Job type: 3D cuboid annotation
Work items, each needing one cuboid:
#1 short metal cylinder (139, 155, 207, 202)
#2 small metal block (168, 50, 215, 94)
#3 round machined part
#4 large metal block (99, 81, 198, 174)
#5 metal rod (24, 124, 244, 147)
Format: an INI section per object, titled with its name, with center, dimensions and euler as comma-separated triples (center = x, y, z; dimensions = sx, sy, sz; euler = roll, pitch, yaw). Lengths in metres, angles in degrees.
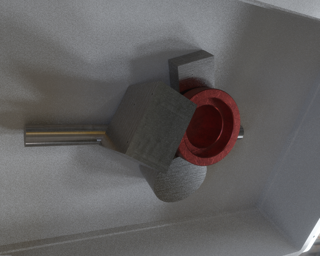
[short metal cylinder]
center = 0.018, 0.057, 0.436
dimensions = 0.081, 0.050, 0.079
euler = -14, 125, -21
[small metal block]
center = 0.041, -0.065, 0.391
dimensions = 0.050, 0.025, 0.050
euler = -19, 126, -17
[round machined part]
center = 0.052, -0.004, 0.399
dimensions = 0.099, 0.042, 0.097
euler = -7, 104, -27
[large metal block]
center = -0.016, -0.002, 0.344
dimensions = 0.050, 0.080, 0.080
euler = 30, 79, -27
[metal rod]
center = -0.012, 0.007, 0.404
dimensions = 0.303, 0.025, 0.025
euler = 0, 119, -29
